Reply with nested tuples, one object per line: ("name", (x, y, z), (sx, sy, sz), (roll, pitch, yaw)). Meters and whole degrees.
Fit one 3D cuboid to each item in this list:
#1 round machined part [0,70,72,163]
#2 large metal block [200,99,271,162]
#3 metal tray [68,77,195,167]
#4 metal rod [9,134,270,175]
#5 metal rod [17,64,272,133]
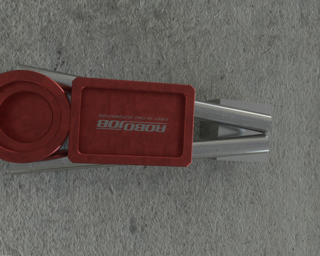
("round machined part", (-0.146, -0.012, 0.342), (0.099, 0.042, 0.097), (0, 90, -10))
("large metal block", (0.104, 0.004, 0.435), (0.081, 0.050, 0.080), (4, 89, -20))
("metal tray", (-0.030, -0.005, 0.342), (0.131, 0.030, 0.089), (3, 89, -8))
("metal rod", (-0.017, 0.030, 0.371), (0.302, 0.025, 0.025), (-4, 92, -8))
("metal rod", (-0.012, -0.033, 0.372), (0.302, 0.025, 0.025), (11, 86, -7))
